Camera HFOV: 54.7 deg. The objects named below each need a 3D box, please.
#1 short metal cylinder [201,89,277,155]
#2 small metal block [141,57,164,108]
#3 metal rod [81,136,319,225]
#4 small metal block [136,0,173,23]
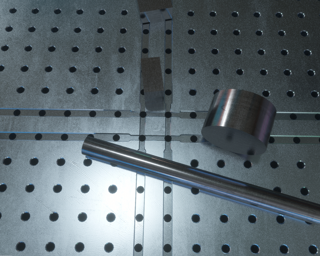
[{"bbox_3d":[0.098,-0.006,0.386,0.080,0.080,0.050,20,71,6],"label":"short metal cylinder"},{"bbox_3d":[-0.010,-0.061,0.421,0.025,0.050,0.050,-6,70,-2],"label":"small metal block"},{"bbox_3d":[0.048,0.064,0.389,0.301,0.025,0.025,16,71,5],"label":"metal rod"},{"bbox_3d":[-0.010,-0.196,0.483,0.050,0.025,0.050,-11,70,-4],"label":"small metal block"}]
